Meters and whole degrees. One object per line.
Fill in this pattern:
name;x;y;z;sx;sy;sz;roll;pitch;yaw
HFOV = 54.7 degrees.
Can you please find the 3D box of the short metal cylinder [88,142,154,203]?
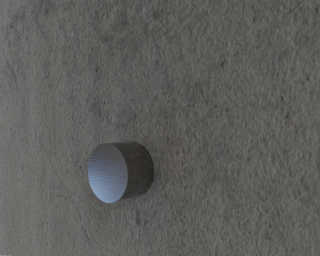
short metal cylinder;-0.055;0.060;0.432;0.080;0.050;0.079;0;90;39
